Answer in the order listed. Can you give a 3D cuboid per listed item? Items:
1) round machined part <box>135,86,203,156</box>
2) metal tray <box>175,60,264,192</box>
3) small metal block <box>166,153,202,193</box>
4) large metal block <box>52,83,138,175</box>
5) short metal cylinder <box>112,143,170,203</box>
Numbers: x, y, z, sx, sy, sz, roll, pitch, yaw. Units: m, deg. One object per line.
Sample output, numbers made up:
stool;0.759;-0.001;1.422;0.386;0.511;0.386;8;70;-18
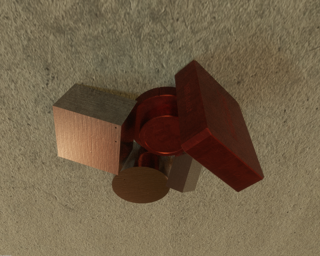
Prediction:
round machined part;0.008;-0.002;0.397;0.099;0.042;0.097;-1;130;0
metal tray;0.060;-0.007;0.333;0.030;0.130;0.090;-37;121;26
small metal block;0.036;0.060;0.430;0.025;0.050;0.050;17;180;26
large metal block;-0.077;0.002;0.376;0.080;0.050;0.079;16;130;8
short metal cylinder;-0.026;0.064;0.447;0.081;0.050;0.079;0;130;0
